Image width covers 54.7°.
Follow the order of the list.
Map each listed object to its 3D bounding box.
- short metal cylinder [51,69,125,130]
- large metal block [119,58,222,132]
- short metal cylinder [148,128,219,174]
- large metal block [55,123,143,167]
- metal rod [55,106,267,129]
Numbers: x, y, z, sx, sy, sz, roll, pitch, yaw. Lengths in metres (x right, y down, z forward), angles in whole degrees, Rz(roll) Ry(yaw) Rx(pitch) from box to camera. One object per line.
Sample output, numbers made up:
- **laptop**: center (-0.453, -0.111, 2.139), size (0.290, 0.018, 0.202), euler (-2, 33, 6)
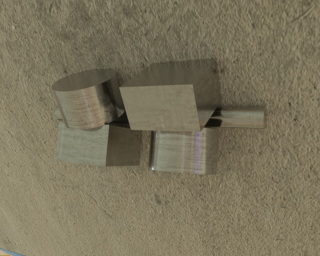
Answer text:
- **short metal cylinder**: center (-0.090, -0.039, 0.396), size (0.080, 0.080, 0.050), euler (4, 120, 26)
- **large metal block**: center (0.016, -0.038, 0.340), size (0.080, 0.080, 0.050), euler (2, 119, 27)
- **short metal cylinder**: center (0.028, 0.026, 0.366), size (0.080, 0.080, 0.050), euler (2, 85, 27)
- **large metal block**: center (-0.081, 0.023, 0.422), size (0.080, 0.080, 0.050), euler (2, 86, 26)
- **metal rod**: center (-0.018, -0.017, 0.409), size (0.300, 0.025, 0.025), euler (2, 120, 27)
